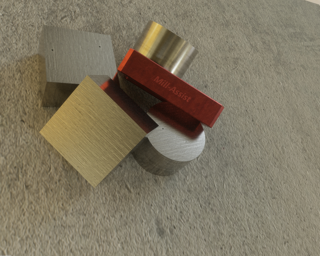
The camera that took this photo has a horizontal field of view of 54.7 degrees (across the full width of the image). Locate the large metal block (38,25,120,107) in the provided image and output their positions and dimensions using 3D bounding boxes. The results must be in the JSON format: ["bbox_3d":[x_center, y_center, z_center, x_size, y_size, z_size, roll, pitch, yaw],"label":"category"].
[{"bbox_3d":[-0.101,-0.071,0.376,0.081,0.050,0.080,1,61,-28],"label":"large metal block"}]

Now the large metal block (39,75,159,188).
[{"bbox_3d":[-0.062,0.001,0.327,0.080,0.080,0.050,45,15,2],"label":"large metal block"}]

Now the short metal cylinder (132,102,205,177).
[{"bbox_3d":[0.009,0.014,0.386,0.081,0.050,0.080,14,56,-21],"label":"short metal cylinder"}]

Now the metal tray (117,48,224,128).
[{"bbox_3d":[0.010,-0.049,0.400,0.130,0.090,0.030,31,92,-8],"label":"metal tray"}]

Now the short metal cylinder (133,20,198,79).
[{"bbox_3d":[0.006,-0.106,0.432,0.080,0.050,0.080,31,11,-6],"label":"short metal cylinder"}]
